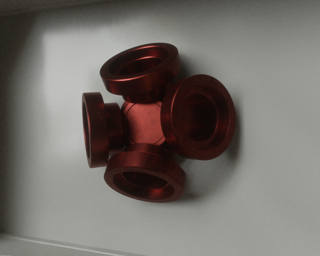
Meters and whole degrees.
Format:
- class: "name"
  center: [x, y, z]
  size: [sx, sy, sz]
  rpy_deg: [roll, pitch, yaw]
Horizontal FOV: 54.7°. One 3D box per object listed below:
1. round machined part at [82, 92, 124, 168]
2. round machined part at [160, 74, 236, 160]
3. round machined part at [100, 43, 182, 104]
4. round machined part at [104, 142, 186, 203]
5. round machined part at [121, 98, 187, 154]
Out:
- class: "round machined part"
  center: [-0.075, 0.002, 0.405]
  size: [0.042, 0.098, 0.097]
  rpy_deg: [-5, 88, -18]
- class: "round machined part"
  center: [0.040, -0.012, 0.366]
  size: [0.042, 0.099, 0.097]
  rpy_deg: [-4, 89, 55]
- class: "round machined part"
  center: [-0.021, -0.066, 0.386]
  size: [0.098, 0.098, 0.042]
  rpy_deg: [-4, 127, 19]
- class: "round machined part"
  center: [-0.016, 0.054, 0.384]
  size: [0.098, 0.098, 0.042]
  rpy_deg: [-1, 54, 19]
- class: "round machined part"
  center: [-0.011, -0.006, 0.402]
  size: [0.098, 0.042, 0.097]
  rpy_deg: [0, 90, 19]
